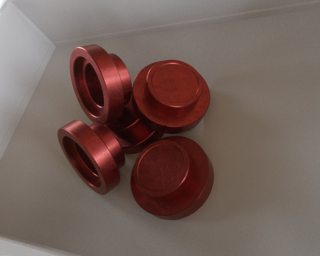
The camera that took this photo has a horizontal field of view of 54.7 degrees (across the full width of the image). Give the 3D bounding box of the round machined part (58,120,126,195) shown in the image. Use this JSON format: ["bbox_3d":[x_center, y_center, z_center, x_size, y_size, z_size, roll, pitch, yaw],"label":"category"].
[{"bbox_3d":[-0.081,0.032,0.388,0.098,0.097,0.042,28,51,37],"label":"round machined part"}]

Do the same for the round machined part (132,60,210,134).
[{"bbox_3d":[0.015,-0.045,0.384,0.099,0.042,0.098,4,63,-8],"label":"round machined part"}]

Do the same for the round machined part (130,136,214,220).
[{"bbox_3d":[0.009,0.052,0.357,0.098,0.042,0.098,-13,56,20],"label":"round machined part"}]

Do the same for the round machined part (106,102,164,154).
[{"bbox_3d":[-0.040,-0.017,0.425,0.098,0.042,0.098,-13,56,20],"label":"round machined part"}]

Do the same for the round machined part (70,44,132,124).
[{"bbox_3d":[-0.071,-0.056,0.387,0.042,0.097,0.098,-23,43,-32],"label":"round machined part"}]
